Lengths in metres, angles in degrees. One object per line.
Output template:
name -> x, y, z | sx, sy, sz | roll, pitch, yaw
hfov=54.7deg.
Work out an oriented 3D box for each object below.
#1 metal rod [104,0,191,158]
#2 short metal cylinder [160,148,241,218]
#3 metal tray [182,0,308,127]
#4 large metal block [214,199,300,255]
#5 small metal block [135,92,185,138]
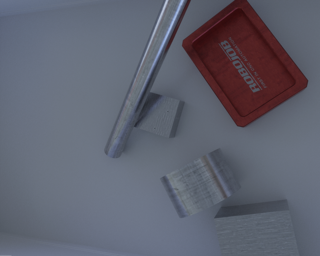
metal rod -> -0.010, -0.075, 0.349 | 0.025, 0.025, 0.298 | 38, 126, 15
short metal cylinder -> 0.047, 0.064, 0.364 | 0.080, 0.080, 0.050 | -30, 81, 17
metal tray -> 0.099, -0.077, 0.372 | 0.090, 0.030, 0.130 | -35, 79, 16
large metal block -> 0.114, 0.133, 0.357 | 0.080, 0.050, 0.080 | -12, 86, 19
small metal block -> 0.000, -0.018, 0.410 | 0.050, 0.025, 0.050 | 18, 96, 18
